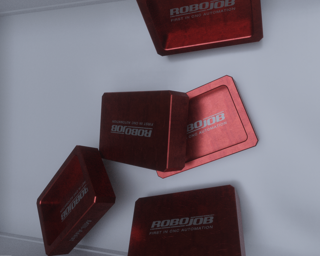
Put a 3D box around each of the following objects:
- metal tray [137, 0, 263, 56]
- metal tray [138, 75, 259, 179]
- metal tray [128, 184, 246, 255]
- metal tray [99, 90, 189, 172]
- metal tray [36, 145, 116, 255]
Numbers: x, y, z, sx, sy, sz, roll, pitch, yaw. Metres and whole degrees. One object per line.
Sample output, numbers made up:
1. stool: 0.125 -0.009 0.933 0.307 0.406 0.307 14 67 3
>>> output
1. metal tray: 0.048 -0.136 0.359 0.130 0.090 0.030 -4 50 19
2. metal tray: 0.046 0.001 0.391 0.130 0.030 0.090 -22 83 18
3. metal tray: 0.030 0.122 0.369 0.130 0.030 0.090 -13 44 19
4. metal tray: -0.025 0.000 0.388 0.130 0.030 0.089 5 92 45
5. metal tray: -0.117 0.097 0.415 0.129 0.030 0.090 -49 49 25
